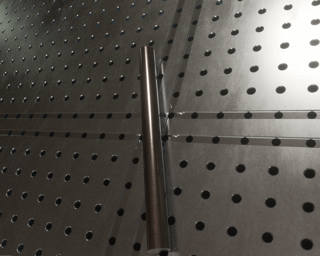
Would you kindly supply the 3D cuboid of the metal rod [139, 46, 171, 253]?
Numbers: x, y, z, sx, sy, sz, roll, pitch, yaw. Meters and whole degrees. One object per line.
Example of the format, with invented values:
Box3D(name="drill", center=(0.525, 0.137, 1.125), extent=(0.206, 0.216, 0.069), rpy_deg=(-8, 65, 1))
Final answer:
Box3D(name="metal rod", center=(-0.011, 0.005, 0.409), extent=(0.025, 0.025, 0.299), rpy_deg=(-17, 55, 18))
